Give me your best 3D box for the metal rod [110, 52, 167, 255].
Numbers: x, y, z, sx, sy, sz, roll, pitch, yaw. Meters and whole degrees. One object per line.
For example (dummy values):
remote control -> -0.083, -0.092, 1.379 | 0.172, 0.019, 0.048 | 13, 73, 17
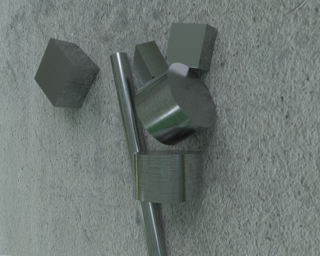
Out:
metal rod -> -0.030, 0.039, 0.427 | 0.025, 0.025, 0.298 | -19, 78, 38

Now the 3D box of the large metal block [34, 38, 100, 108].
large metal block -> -0.156, -0.090, 0.514 | 0.080, 0.050, 0.080 | 47, 118, 29

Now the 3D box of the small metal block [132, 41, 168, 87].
small metal block -> -0.012, -0.074, 0.397 | 0.050, 0.025, 0.050 | 64, 160, 19

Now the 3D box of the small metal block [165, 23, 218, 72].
small metal block -> 0.037, -0.098, 0.373 | 0.050, 0.025, 0.050 | 17, 101, 38

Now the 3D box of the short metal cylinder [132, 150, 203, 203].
short metal cylinder -> 0.009, 0.053, 0.360 | 0.080, 0.081, 0.050 | -2, 89, 39

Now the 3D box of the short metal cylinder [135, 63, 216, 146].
short metal cylinder -> 0.019, -0.026, 0.352 | 0.050, 0.081, 0.080 | -31, 71, 35
